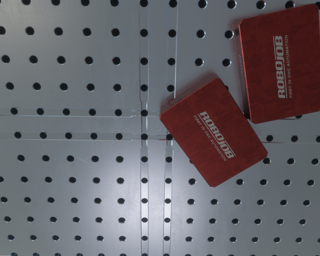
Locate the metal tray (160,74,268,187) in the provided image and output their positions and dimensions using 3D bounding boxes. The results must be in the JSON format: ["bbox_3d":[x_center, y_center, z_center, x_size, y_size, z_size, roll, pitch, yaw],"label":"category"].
[{"bbox_3d":[0.071,0.006,0.413,0.090,0.030,0.130,-33,107,11],"label":"metal tray"}]

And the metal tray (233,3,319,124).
[{"bbox_3d":[0.147,-0.077,0.383,0.090,0.030,0.129,-12,110,4],"label":"metal tray"}]
